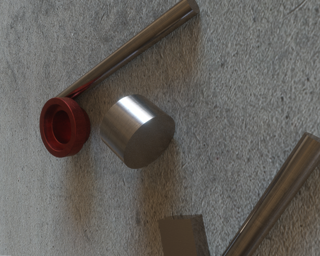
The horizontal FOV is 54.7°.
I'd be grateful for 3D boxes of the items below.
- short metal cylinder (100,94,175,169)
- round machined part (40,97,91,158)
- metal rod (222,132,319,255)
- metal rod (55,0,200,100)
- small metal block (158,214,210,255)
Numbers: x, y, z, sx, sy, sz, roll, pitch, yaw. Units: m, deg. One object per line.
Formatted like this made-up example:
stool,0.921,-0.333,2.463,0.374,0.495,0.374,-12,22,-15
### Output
short metal cylinder,-0.027,0.005,0.390,0.050,0.081,0.079,40,114,32
round machined part,-0.153,-0.002,0.514,0.098,0.042,0.097,5,97,37
metal rod,0.083,0.136,0.334,0.025,0.025,0.298,39,114,33
metal rod,-0.069,-0.096,0.459,0.299,0.025,0.025,-25,74,36
small metal block,0.029,0.135,0.380,0.050,0.025,0.050,-16,80,38
